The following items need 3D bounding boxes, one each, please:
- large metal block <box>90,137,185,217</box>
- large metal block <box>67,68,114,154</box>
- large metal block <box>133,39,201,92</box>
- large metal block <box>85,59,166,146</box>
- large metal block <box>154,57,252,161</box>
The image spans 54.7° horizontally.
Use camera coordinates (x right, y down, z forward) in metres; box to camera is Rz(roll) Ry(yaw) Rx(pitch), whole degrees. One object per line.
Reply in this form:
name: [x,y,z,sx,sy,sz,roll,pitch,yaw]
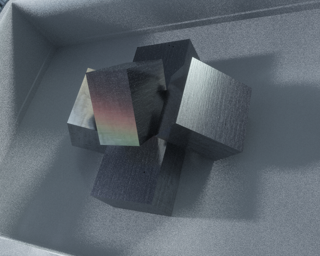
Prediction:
large metal block: [-0.024,0.054,0.368,0.080,0.050,0.080,1,62,28]
large metal block: [-0.083,-0.019,0.415,0.050,0.080,0.080,15,65,-5]
large metal block: [0.006,-0.069,0.424,0.080,0.050,0.080,-1,61,27]
large metal block: [-0.032,-0.032,0.354,0.050,0.079,0.080,0,18,27]
large metal block: [0.049,-0.018,0.345,0.050,0.080,0.080,-33,38,60]
